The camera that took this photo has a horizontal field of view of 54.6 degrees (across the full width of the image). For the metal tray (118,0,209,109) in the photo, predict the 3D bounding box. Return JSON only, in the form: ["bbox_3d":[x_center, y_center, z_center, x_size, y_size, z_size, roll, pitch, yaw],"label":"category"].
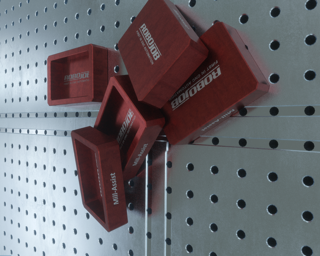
[{"bbox_3d":[-0.003,-0.098,0.379,0.090,0.030,0.130,-47,43,25],"label":"metal tray"}]

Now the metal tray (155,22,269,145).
[{"bbox_3d":[0.048,-0.048,0.367,0.130,0.030,0.090,-37,67,34],"label":"metal tray"}]

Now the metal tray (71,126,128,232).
[{"bbox_3d":[-0.087,0.070,0.444,0.090,0.030,0.129,21,121,50],"label":"metal tray"}]

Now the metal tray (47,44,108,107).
[{"bbox_3d":[-0.143,-0.085,0.525,0.130,0.030,0.090,-1,90,40],"label":"metal tray"}]

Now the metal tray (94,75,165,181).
[{"bbox_3d":[-0.050,0.003,0.426,0.090,0.030,0.129,54,137,26],"label":"metal tray"}]
